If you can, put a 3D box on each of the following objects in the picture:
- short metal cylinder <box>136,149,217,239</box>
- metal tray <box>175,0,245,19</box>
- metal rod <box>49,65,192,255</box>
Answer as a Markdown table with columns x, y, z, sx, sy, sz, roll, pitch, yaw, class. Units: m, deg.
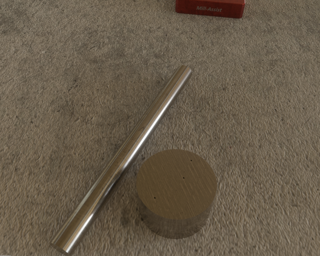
| x | y | z | sx | sy | sz | roll | pitch | yaw | class |
| --- | --- | --- | --- | --- | --- | --- | --- | --- | --- |
| 0.017 | 0.069 | 0.329 | 0.081 | 0.050 | 0.080 | 0 | 50 | 0 | short metal cylinder |
| 0.101 | -0.262 | 0.622 | 0.131 | 0.030 | 0.090 | 7 | 50 | 5 | metal tray |
| -0.030 | 0.016 | 0.388 | 0.025 | 0.025 | 0.301 | 21 | 53 | 16 | metal rod |
